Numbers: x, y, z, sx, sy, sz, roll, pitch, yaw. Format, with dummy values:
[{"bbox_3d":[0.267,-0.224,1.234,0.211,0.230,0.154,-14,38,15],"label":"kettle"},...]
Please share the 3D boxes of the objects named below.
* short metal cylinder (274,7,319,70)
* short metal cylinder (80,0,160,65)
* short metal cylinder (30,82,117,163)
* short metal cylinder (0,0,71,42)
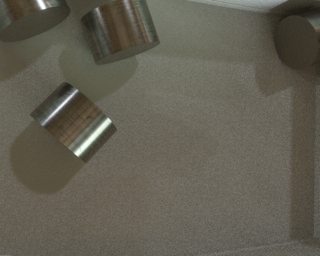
[{"bbox_3d":[0.220,-0.133,0.462,0.050,0.080,0.080,-22,98,-19],"label":"short metal cylinder"},{"bbox_3d":[-0.046,-0.111,0.364,0.081,0.080,0.050,-21,98,-19],"label":"short metal cylinder"},{"bbox_3d":[-0.095,-0.005,0.346,0.080,0.080,0.050,45,76,-15],"label":"short metal cylinder"},{"bbox_3d":[-0.144,-0.132,0.328,0.080,0.080,0.050,-30,100,-18],"label":"short metal cylinder"}]
